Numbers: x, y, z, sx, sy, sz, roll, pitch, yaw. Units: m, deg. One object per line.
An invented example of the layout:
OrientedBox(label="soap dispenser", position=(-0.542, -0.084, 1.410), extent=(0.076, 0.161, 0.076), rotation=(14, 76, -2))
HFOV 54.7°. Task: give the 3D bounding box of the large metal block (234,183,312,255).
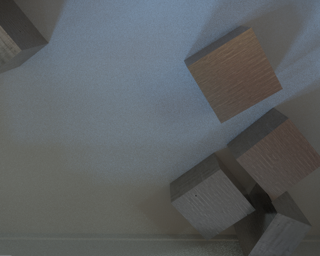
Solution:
OrientedBox(label="large metal block", position=(0.151, 0.133, 0.432), extent=(0.050, 0.080, 0.080), rotation=(23, 109, -8))

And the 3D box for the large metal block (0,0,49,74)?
OrientedBox(label="large metal block", position=(-0.182, -0.108, 0.340), extent=(0.050, 0.080, 0.080), rotation=(-34, 107, 12))

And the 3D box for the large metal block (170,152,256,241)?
OrientedBox(label="large metal block", position=(0.071, 0.096, 0.434), extent=(0.080, 0.050, 0.080), rotation=(-38, 106, 12))

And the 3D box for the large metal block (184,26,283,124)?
OrientedBox(label="large metal block", position=(0.086, -0.065, 0.374), extent=(0.080, 0.050, 0.080), rotation=(-31, 107, 10))

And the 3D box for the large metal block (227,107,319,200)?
OrientedBox(label="large metal block", position=(0.150, 0.033, 0.410), extent=(0.080, 0.050, 0.080), rotation=(-41, 105, 11))
